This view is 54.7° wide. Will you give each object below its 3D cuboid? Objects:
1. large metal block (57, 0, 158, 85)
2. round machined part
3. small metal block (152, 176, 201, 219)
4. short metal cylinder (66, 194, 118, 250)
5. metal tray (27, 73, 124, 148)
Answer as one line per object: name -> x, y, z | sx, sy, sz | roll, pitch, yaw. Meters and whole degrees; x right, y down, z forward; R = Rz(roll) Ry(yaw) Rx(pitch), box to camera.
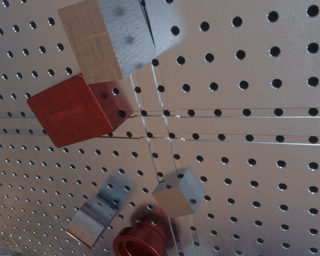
large metal block -> -0.053, -0.102, 0.340 | 0.050, 0.080, 0.080 | -3, 117, 30
round machined part -> -0.031, 0.211, 0.547 | 0.098, 0.042, 0.097 | 13, 124, 21
small metal block -> 0.025, 0.104, 0.463 | 0.050, 0.025, 0.050 | -24, 106, 36
short metal cylinder -> -0.117, 0.162, 0.538 | 0.050, 0.080, 0.079 | 34, 129, 6
metal tray -> -0.128, -0.025, 0.460 | 0.130, 0.030, 0.090 | -15, 111, 34
